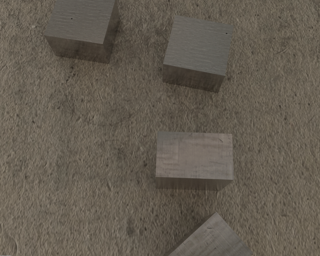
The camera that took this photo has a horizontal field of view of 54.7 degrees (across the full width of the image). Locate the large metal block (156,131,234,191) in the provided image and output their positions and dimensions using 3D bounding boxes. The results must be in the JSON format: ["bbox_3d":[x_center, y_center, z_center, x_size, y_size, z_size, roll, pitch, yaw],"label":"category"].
[{"bbox_3d":[0.037,0.042,0.364,0.080,0.080,0.050,2,70,1],"label":"large metal block"}]

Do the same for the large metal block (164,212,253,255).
[{"bbox_3d":[0.042,0.138,0.329,0.080,0.080,0.050,-38,75,-13],"label":"large metal block"}]

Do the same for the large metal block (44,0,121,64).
[{"bbox_3d":[-0.108,-0.146,0.447,0.080,0.050,0.080,9,70,3],"label":"large metal block"}]

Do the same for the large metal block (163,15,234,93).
[{"bbox_3d":[0.052,-0.102,0.432,0.080,0.050,0.080,12,70,4],"label":"large metal block"}]
